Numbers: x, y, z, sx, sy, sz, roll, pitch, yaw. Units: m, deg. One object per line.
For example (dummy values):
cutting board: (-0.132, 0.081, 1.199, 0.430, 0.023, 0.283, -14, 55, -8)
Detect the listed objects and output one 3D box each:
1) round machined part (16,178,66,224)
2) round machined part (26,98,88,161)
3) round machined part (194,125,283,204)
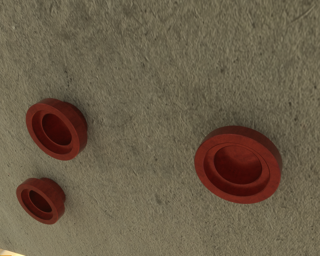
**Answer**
round machined part: (-0.223, 0.135, 0.597, 0.098, 0.042, 0.097, 13, 124, 21)
round machined part: (-0.152, -0.002, 0.475, 0.098, 0.042, 0.097, 13, 124, 21)
round machined part: (0.095, 0.039, 0.370, 0.098, 0.042, 0.097, 13, 124, 21)
